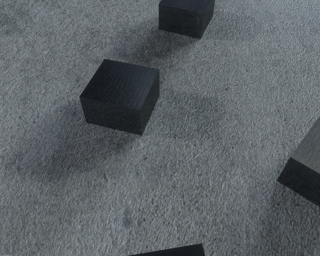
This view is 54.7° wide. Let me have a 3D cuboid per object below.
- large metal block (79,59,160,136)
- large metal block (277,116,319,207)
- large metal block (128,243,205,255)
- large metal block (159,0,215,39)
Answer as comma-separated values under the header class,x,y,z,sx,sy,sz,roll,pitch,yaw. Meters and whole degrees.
class,x,y,z,sx,sy,sz,roll,pitch,yaw
large metal block,-0.051,-0.044,0.423,0.080,0.050,0.080,13,51,10
large metal block,0.196,0.043,0.352,0.080,0.050,0.080,33,57,25
large metal block,-0.003,0.139,0.251,0.081,0.080,0.050,-7,51,-6
large metal block,0.050,-0.215,0.568,0.080,0.050,0.080,17,52,14
